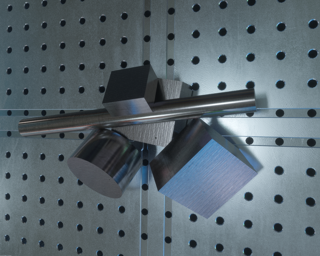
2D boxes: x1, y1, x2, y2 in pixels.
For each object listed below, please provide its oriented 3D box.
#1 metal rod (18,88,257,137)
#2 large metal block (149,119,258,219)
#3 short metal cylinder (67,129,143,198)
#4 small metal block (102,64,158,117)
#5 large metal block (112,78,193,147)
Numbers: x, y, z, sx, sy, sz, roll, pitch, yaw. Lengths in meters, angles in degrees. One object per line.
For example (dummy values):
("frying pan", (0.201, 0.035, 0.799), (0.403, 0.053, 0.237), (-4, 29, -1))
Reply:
("metal rod", (-0.042, -0.015, 0.370), (0.301, 0.025, 0.025), (-6, 88, 20))
("large metal block", (0.048, 0.046, 0.356), (0.080, 0.050, 0.080), (36, 106, -29))
("short metal cylinder", (-0.070, 0.046, 0.398), (0.080, 0.080, 0.050), (21, 54, 18))
("small metal block", (-0.033, -0.043, 0.354), (0.050, 0.025, 0.050), (-6, 53, 20))
("large metal block", (-0.010, -0.023, 0.398), (0.080, 0.050, 0.079), (12, 94, 19))
